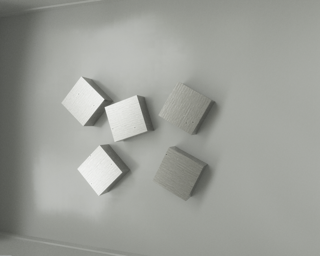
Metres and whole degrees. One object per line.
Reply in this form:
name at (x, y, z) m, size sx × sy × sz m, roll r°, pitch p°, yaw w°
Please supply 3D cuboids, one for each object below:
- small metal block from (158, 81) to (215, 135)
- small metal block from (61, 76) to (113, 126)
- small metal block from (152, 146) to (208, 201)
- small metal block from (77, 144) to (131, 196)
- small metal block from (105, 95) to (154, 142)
small metal block at (0.035, -0.025, 0.398) m, size 0.050 × 0.025 × 0.050 m, roll 32°, pitch 100°, yaw 17°
small metal block at (-0.105, -0.038, 0.448) m, size 0.050 × 0.025 × 0.050 m, roll 44°, pitch 104°, yaw 14°
small metal block at (0.026, 0.058, 0.401) m, size 0.050 × 0.025 × 0.050 m, roll 28°, pitch 99°, yaw 17°
small metal block at (-0.080, 0.059, 0.439) m, size 0.050 × 0.025 × 0.050 m, roll -46°, pitch 76°, yaw 14°
small metal block at (-0.042, -0.012, 0.425) m, size 0.050 × 0.025 × 0.050 m, roll -19°, pitch 84°, yaw 19°
